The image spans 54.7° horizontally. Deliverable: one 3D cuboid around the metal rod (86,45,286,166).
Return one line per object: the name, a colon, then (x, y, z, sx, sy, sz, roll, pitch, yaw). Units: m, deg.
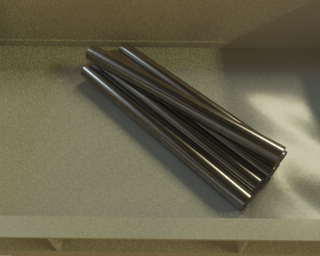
metal rod: (0.016, -0.040, 0.403, 0.300, 0.025, 0.025, 32, 57, 23)

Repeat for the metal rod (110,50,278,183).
metal rod: (0.026, -0.030, 0.429, 0.025, 0.025, 0.300, -36, 59, -26)

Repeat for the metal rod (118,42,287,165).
metal rod: (0.043, -0.046, 0.442, 0.025, 0.025, 0.300, -36, 59, -26)

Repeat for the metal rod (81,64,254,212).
metal rod: (-0.008, -0.003, 0.406, 0.025, 0.025, 0.300, -36, 59, -26)

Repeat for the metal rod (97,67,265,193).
metal rod: (0.007, -0.018, 0.419, 0.025, 0.025, 0.300, -36, 59, -26)
